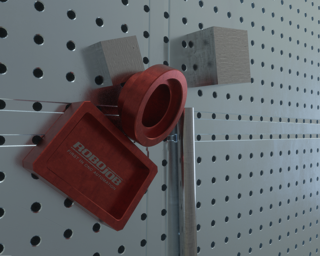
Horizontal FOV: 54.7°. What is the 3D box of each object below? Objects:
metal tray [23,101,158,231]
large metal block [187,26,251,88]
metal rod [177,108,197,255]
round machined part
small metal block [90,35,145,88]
[{"bbox_3d":[-0.070,0.044,0.348,0.130,0.030,0.090,48,62,-30],"label":"metal tray"},{"bbox_3d":[0.091,-0.105,0.472,0.081,0.050,0.079,-10,96,-40],"label":"large metal block"},{"bbox_3d":[0.040,0.120,0.444,0.025,0.025,0.298,-3,92,-40],"label":"metal rod"},{"bbox_3d":[-0.012,-0.030,0.372,0.099,0.042,0.097,-39,143,-37],"label":"round machined part"},{"bbox_3d":[-0.049,-0.080,0.369,0.050,0.025,0.050,-24,105,-38],"label":"small metal block"}]
